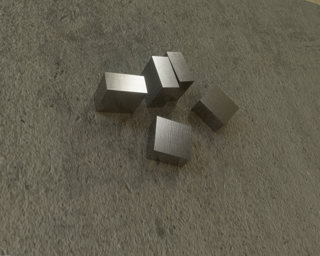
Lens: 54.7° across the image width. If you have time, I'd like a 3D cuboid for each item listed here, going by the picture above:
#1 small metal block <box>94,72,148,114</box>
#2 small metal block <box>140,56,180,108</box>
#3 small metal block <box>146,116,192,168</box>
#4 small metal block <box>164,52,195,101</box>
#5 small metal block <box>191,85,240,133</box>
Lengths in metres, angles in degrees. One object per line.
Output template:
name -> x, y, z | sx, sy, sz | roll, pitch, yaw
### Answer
small metal block -> -0.050, -0.042, 0.386 | 0.050, 0.050, 0.025 | 2, 61, -27
small metal block -> -0.003, -0.062, 0.424 | 0.025, 0.050, 0.050 | -4, 64, -30
small metal block -> 0.012, 0.018, 0.399 | 0.050, 0.025, 0.050 | 17, 55, -19
small metal block -> 0.018, -0.073, 0.441 | 0.025, 0.050, 0.050 | -8, 66, -32
small metal block -> 0.084, -0.029, 0.466 | 0.050, 0.025, 0.050 | 46, 51, 3
